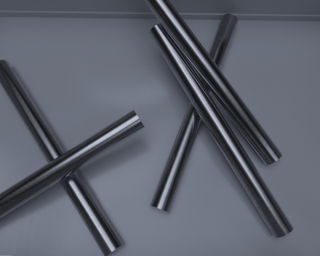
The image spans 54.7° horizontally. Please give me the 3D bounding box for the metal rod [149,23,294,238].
[{"bbox_3d":[0.071,-0.004,0.389,0.025,0.025,0.299,-29,81,-10],"label":"metal rod"}]

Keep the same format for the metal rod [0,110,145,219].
[{"bbox_3d":[-0.152,0.069,0.361,0.301,0.025,0.025,-32,73,-3],"label":"metal rod"}]

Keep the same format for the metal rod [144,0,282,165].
[{"bbox_3d":[0.056,-0.080,0.391,0.025,0.025,0.299,-37,92,-12],"label":"metal rod"}]

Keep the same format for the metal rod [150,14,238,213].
[{"bbox_3d":[0.053,-0.033,0.421,0.025,0.025,0.300,20,71,7],"label":"metal rod"}]

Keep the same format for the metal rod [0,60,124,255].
[{"bbox_3d":[-0.139,0.027,0.398,0.025,0.025,0.300,-34,74,-11],"label":"metal rod"}]
